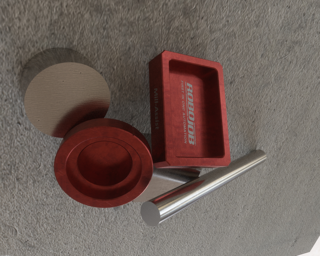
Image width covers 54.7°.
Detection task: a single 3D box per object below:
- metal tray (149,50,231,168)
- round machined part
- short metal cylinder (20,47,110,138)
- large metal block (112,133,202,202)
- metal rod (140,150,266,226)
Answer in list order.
[{"bbox_3d":[0.035,-0.019,0.365,0.091,0.030,0.129,5,76,-31],"label":"metal tray"},{"bbox_3d":[-0.058,0.033,0.330,0.099,0.042,0.097,-3,116,-5],"label":"round machined part"},{"bbox_3d":[-0.097,-0.037,0.317,0.081,0.050,0.079,-14,125,-21],"label":"short metal cylinder"},{"bbox_3d":[-0.006,0.048,0.400,0.081,0.080,0.050,4,116,-31],"label":"large metal block"},{"bbox_3d":[0.082,0.066,0.420,0.302,0.025,0.025,-11,127,-52],"label":"metal rod"}]
